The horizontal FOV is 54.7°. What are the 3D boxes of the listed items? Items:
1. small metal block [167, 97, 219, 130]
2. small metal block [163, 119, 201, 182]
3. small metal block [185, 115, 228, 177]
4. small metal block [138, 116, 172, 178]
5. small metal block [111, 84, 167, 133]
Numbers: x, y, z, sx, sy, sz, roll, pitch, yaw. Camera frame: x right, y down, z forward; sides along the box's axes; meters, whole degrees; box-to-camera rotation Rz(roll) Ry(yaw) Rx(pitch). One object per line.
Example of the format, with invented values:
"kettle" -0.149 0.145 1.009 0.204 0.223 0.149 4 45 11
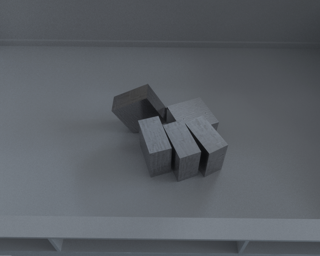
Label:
"small metal block" 0.042 -0.010 0.412 0.050 0.025 0.050 -17 52 -19
"small metal block" 0.024 0.027 0.366 0.025 0.050 0.050 -17 52 -13
"small metal block" 0.052 0.022 0.370 0.025 0.050 0.050 -23 54 -18
"small metal block" -0.006 0.023 0.370 0.025 0.050 0.050 -13 51 -11
"small metal block" -0.025 -0.023 0.397 0.050 0.050 0.025 -18 47 22
